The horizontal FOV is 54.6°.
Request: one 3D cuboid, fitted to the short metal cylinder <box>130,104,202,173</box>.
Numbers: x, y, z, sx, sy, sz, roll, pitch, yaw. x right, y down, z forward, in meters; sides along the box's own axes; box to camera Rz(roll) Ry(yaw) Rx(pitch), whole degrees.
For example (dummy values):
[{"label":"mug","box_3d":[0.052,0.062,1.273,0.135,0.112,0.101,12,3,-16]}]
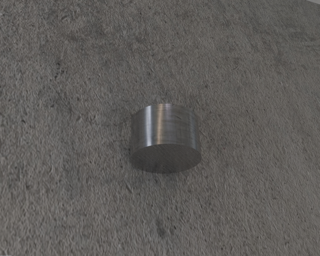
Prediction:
[{"label":"short metal cylinder","box_3d":[0.006,0.015,0.362,0.081,0.080,0.050,12,57,-22]}]
